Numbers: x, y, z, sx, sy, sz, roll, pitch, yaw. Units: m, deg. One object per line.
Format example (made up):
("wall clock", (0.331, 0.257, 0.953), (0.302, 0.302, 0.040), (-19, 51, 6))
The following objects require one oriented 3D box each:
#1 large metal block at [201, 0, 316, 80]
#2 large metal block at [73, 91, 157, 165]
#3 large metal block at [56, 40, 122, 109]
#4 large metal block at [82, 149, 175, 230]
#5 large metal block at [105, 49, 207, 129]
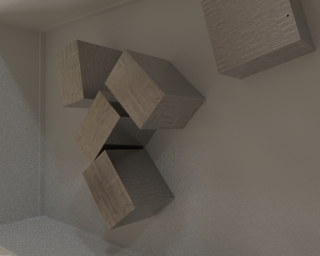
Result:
("large metal block", (0.096, -0.103, 0.310), (0.080, 0.050, 0.080), (-19, 78, 38))
("large metal block", (-0.054, 0.000, 0.414), (0.050, 0.081, 0.080), (49, 119, 29))
("large metal block", (-0.097, -0.073, 0.448), (0.050, 0.081, 0.080), (-13, 82, 39))
("large metal block", (-0.039, 0.075, 0.399), (0.050, 0.080, 0.080), (-44, 64, 25))
("large metal block", (-0.005, -0.044, 0.373), (0.080, 0.081, 0.050), (51, 120, 27))
